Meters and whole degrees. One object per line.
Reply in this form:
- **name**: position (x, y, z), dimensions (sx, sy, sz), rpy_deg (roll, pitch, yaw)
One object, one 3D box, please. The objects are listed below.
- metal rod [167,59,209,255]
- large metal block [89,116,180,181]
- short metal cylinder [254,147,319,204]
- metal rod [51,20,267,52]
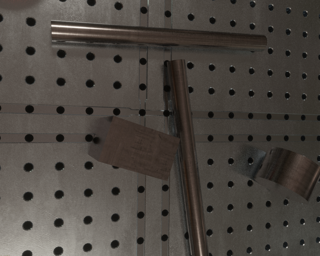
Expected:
- **metal rod**: position (0.041, 0.057, 0.428), dimensions (0.025, 0.025, 0.298), rpy_deg (-8, 93, -20)
- **large metal block**: position (-0.034, 0.023, 0.372), dimensions (0.081, 0.080, 0.050), rpy_deg (19, 84, -19)
- **short metal cylinder**: position (0.187, 0.069, 0.455), dimensions (0.080, 0.080, 0.050), rpy_deg (33, 79, -18)
- **metal rod**: position (0.013, -0.122, 0.418), dimensions (0.303, 0.025, 0.025), rpy_deg (-3, 91, -21)
